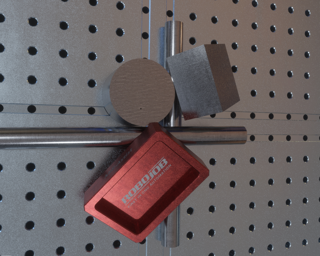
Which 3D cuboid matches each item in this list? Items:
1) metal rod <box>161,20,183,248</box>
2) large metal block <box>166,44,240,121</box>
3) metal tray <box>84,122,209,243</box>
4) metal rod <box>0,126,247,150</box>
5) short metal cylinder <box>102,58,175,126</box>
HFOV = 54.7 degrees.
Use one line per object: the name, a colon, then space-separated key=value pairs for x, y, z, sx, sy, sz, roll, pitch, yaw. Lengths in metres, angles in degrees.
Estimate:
metal rod: x=0.017 y=0.008 z=0.419 sx=0.025 sy=0.025 sz=0.298 roll=1 pitch=90 yaw=-20
large metal block: x=0.059 y=-0.061 z=0.400 sx=0.080 sy=0.050 sz=0.080 roll=-27 pitch=102 yaw=-58
metal tray: x=-0.017 y=0.068 z=0.376 sx=0.090 sy=0.030 sz=0.130 roll=41 pitch=98 yaw=-22
metal rod: x=-0.036 y=0.011 z=0.382 sx=0.302 sy=0.025 sz=0.025 roll=0 pitch=90 yaw=-13
short metal cylinder: x=-0.028 y=-0.042 z=0.388 sx=0.081 sy=0.050 sz=0.079 roll=0 pitch=90 yaw=-20
